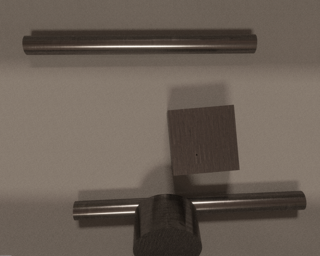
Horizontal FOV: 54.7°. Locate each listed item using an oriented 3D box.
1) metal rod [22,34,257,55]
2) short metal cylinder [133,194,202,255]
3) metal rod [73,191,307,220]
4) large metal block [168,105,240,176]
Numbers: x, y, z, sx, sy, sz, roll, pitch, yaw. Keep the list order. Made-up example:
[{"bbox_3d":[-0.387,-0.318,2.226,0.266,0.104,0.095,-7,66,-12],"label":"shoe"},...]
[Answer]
[{"bbox_3d":[-0.025,-0.111,0.410,0.302,0.025,0.025,-1,90,-1],"label":"metal rod"},{"bbox_3d":[0.008,0.127,0.381,0.081,0.050,0.079,-1,125,-1],"label":"short metal cylinder"},{"bbox_3d":[0.039,0.103,0.412,0.302,0.025,0.025,-2,90,-1],"label":"metal rod"},{"bbox_3d":[0.053,0.015,0.400,0.081,0.050,0.079,-5,90,-1],"label":"large metal block"}]
